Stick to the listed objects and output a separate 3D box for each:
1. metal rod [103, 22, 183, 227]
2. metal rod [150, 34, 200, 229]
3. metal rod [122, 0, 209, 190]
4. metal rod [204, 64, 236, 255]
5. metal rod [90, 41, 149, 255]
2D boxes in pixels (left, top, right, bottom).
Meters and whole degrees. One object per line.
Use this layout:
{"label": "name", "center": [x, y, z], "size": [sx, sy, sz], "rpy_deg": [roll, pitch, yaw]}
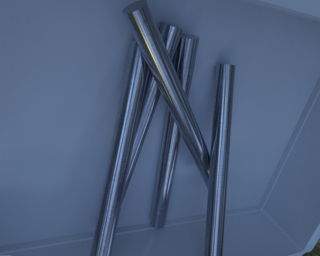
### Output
{"label": "metal rod", "center": [-0.033, 0.016, 0.400], "size": [0.025, 0.025, 0.298], "rpy_deg": [6, 115, -31]}
{"label": "metal rod", "center": [0.015, 0.023, 0.430], "size": [0.025, 0.025, 0.298], "rpy_deg": [-6, 121, -25]}
{"label": "metal rod", "center": [0.031, -0.011, 0.384], "size": [0.025, 0.025, 0.299], "rpy_deg": [-33, 129, -7]}
{"label": "metal rod", "center": [0.079, 0.066, 0.419], "size": [0.025, 0.025, 0.298], "rpy_deg": [0, 95, -29]}
{"label": "metal rod", "center": [-0.050, 0.052, 0.358], "size": [0.025, 0.025, 0.298], "rpy_deg": [8, 97, -32]}
